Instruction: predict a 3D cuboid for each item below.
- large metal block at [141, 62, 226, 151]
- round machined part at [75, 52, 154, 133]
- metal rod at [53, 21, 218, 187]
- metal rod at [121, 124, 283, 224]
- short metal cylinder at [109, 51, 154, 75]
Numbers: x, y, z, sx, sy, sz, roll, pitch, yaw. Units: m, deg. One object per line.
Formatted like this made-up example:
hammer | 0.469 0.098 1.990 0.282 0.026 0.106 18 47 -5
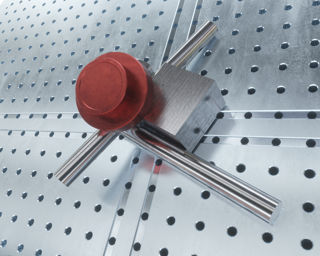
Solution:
large metal block | 0.022 -0.027 0.391 0.080 0.050 0.080 29 77 37
round machined part | -0.061 -0.045 0.371 0.098 0.042 0.097 -3 80 20
metal rod | -0.023 -0.042 0.420 0.025 0.025 0.301 31 71 37
metal rod | 0.005 0.026 0.387 0.300 0.025 0.025 28 77 37
short metal cylinder | -0.053 -0.063 0.437 0.050 0.080 0.080 28 77 37
